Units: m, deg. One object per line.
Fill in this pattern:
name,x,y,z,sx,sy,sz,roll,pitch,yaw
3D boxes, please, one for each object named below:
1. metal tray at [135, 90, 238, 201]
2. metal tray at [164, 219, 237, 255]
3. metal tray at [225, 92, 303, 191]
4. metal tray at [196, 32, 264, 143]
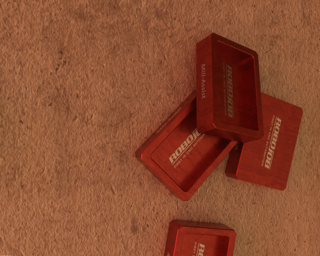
metal tray,0.042,0.021,0.421,0.130,0.030,0.090,-47,105,-14
metal tray,0.049,0.197,0.424,0.091,0.030,0.129,11,86,-20
metal tray,0.157,0.020,0.464,0.091,0.030,0.129,17,84,-20
metal tray,0.093,-0.052,0.413,0.091,0.030,0.129,12,70,-31
